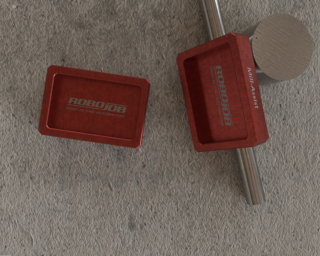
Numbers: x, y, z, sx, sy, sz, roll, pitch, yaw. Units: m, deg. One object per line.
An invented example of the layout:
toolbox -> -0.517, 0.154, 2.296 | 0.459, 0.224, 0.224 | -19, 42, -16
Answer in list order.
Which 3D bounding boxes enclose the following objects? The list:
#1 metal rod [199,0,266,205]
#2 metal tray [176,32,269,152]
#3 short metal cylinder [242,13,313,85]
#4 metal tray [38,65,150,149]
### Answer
metal rod -> 0.094, -0.047, 0.411 | 0.025, 0.025, 0.298 | -13, 90, 0
metal tray -> 0.074, -0.039, 0.380 | 0.030, 0.090, 0.129 | -11, 90, -45
short metal cylinder -> 0.141, -0.097, 0.392 | 0.081, 0.050, 0.079 | 0, 91, -12
metal tray -> -0.083, -0.027, 0.406 | 0.131, 0.030, 0.089 | 8, 90, -1
